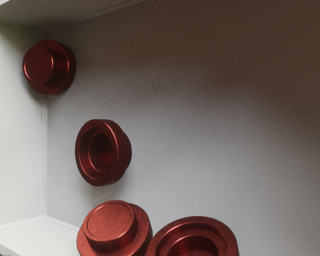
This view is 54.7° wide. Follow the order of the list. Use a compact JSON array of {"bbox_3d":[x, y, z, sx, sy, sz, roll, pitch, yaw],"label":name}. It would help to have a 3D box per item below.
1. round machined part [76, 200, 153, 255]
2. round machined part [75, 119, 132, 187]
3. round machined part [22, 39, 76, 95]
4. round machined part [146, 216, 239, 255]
[{"bbox_3d":[-0.062,0.134,0.406,0.098,0.099,0.042,17,132,38],"label":"round machined part"},{"bbox_3d":[-0.080,0.036,0.462,0.098,0.042,0.097,0,90,40],"label":"round machined part"},{"bbox_3d":[-0.201,-0.108,0.545,0.098,0.042,0.097,1,91,23],"label":"round machined part"},{"bbox_3d":[0.037,0.146,0.337,0.098,0.099,0.042,7,122,40],"label":"round machined part"}]
